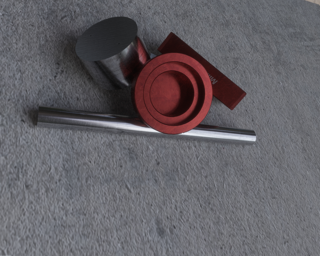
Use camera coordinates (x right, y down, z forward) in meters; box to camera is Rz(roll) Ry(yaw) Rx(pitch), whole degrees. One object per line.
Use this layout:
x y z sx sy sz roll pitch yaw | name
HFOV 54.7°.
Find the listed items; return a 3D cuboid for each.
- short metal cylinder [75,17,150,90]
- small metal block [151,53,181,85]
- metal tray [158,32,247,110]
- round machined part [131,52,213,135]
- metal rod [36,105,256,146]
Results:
-0.058 -0.094 0.390 0.080 0.050 0.080 -10 52 13 | short metal cylinder
-0.002 -0.069 0.428 0.050 0.050 0.025 21 54 -16 | small metal block
0.061 -0.083 0.452 0.130 0.030 0.090 39 13 -2 | metal tray
0.012 -0.043 0.387 0.099 0.042 0.097 -2 97 -16 | round machined part
0.001 0.001 0.405 0.302 0.025 0.025 6 59 -25 | metal rod
